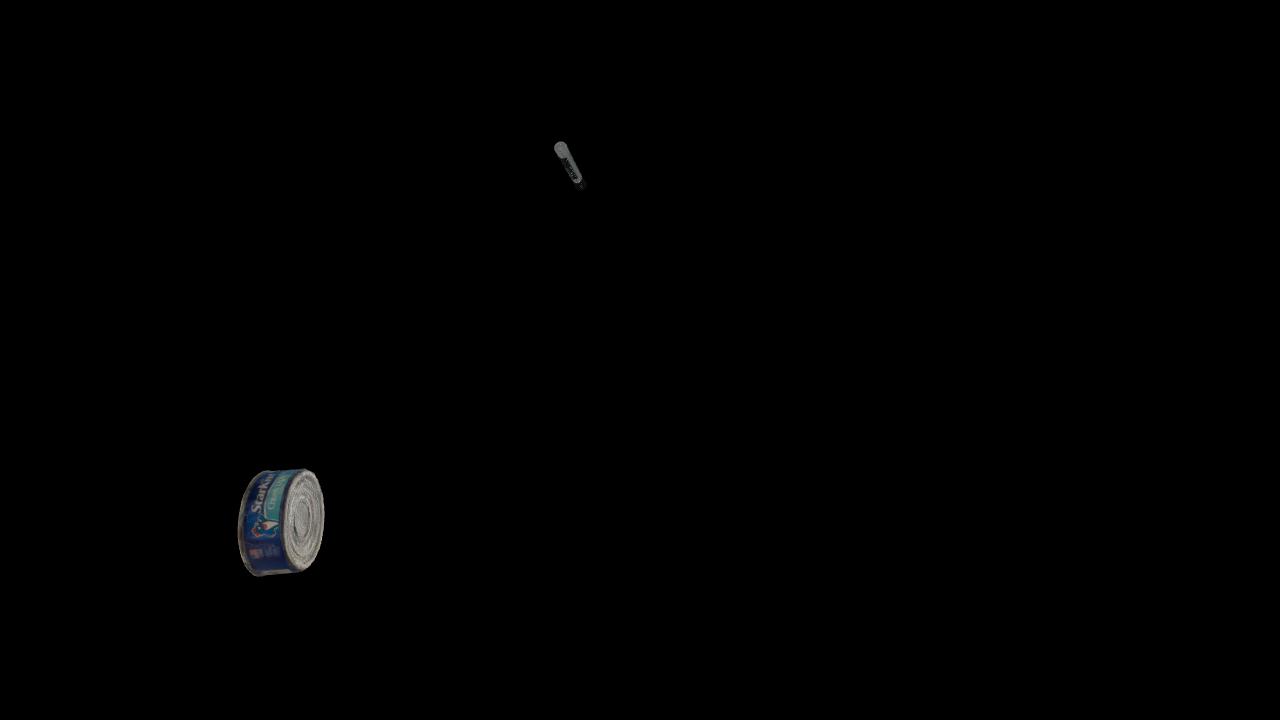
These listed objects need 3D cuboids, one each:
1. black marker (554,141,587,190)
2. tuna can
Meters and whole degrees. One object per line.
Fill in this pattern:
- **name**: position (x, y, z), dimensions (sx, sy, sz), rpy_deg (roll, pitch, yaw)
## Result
- **black marker**: position (-0.103, -0.289, 0.928), dimensions (0.020, 0.020, 0.121), rpy_deg (0, -11, 9)
- **tuna can**: position (-0.290, 0.132, 0.503), dimensions (0.034, 0.084, 0.084), rpy_deg (-3, 0, -7)
